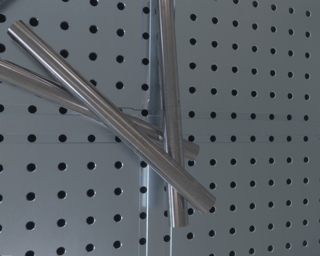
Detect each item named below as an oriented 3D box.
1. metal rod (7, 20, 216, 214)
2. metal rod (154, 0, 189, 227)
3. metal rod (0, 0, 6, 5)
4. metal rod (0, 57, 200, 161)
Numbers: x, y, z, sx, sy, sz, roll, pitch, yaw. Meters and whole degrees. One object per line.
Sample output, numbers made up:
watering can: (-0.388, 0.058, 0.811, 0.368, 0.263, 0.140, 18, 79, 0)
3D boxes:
metal rod: (-0.054, -0.011, 0.356, 0.300, 0.025, 0.025, 43, 76, -1)
metal rod: (0.013, -0.030, 0.396, 0.025, 0.025, 0.299, -1, 83, -20)
metal rod: (-0.157, -0.182, 0.354, 0.025, 0.025, 0.300, 44, 76, -15)
metal rod: (-0.083, -0.023, 0.381, 0.301, 0.025, 0.025, 24, 82, -19)
